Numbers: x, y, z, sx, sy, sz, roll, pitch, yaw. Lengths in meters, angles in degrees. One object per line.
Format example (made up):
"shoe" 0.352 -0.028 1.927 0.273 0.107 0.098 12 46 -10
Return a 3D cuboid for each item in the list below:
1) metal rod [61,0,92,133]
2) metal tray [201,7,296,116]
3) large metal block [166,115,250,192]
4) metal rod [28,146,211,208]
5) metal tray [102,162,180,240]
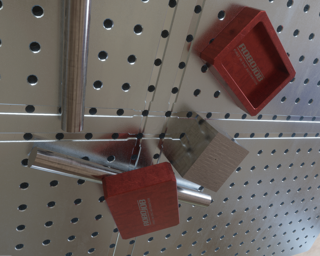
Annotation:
"metal rod" -0.076 -0.131 0.289 0.025 0.025 0.298 -4 120 -27
"metal tray" 0.125 -0.086 0.425 0.090 0.030 0.130 -46 130 4
"large metal block" 0.071 0.040 0.461 0.080 0.050 0.080 29 102 -38
"metal rod" -0.033 0.079 0.443 0.302 0.025 0.025 22 106 -37
"metal tray" -0.022 0.106 0.434 0.091 0.030 0.129 -14 138 -6
